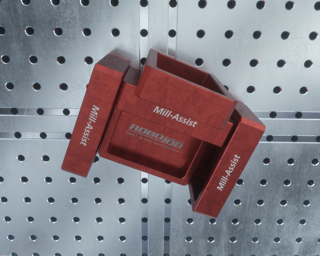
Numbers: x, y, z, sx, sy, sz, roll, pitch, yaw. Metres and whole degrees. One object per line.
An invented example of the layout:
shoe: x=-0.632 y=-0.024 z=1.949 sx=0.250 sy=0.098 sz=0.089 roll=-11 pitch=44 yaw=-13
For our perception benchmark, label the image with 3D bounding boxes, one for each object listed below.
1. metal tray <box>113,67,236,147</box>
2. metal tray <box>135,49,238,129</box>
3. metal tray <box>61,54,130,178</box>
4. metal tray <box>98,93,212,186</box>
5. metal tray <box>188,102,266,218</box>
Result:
metal tray: x=0.016 y=-0.028 z=0.368 sx=0.131 sy=0.090 sz=0.030 roll=20 pitch=109 yaw=-8
metal tray: x=0.024 y=-0.048 z=0.339 sx=0.090 sy=0.130 sz=0.030 roll=21 pitch=109 yaw=-8
metal tray: x=-0.075 y=-0.018 z=0.371 sx=0.030 sy=0.090 sz=0.129 roll=20 pitch=109 yaw=-8
metal tray: x=-0.006 y=0.015 z=0.415 sx=0.131 sy=0.030 sz=0.089 roll=21 pitch=109 yaw=-8
metal tray: x=0.077 y=0.035 z=0.391 sx=0.030 sy=0.090 sz=0.129 roll=21 pitch=109 yaw=-7
